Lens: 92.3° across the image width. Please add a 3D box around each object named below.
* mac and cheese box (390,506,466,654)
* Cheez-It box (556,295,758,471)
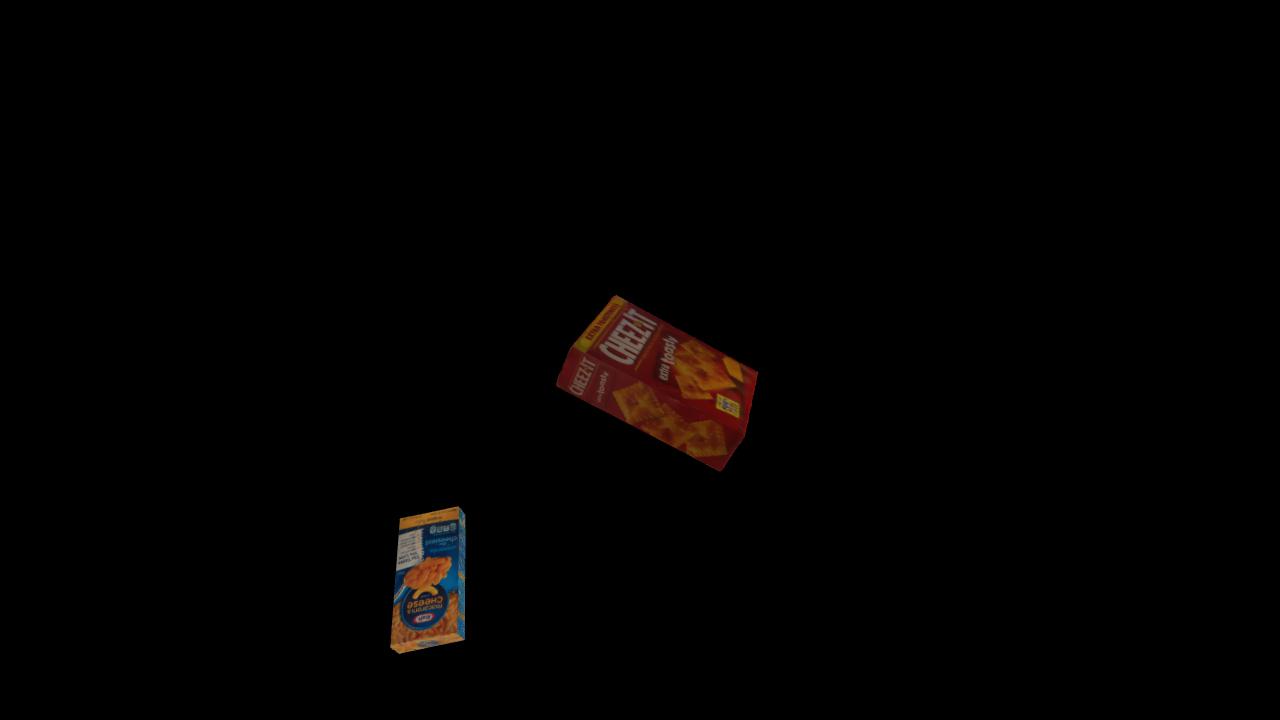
[{"bbox_3d":[-0.298,0.308,0.876,0.093,0.184,0.041,-10,-38,-4],"label":"mac and cheese box"},{"bbox_3d":[0.030,0.022,0.768,0.223,0.071,0.166,28,30,2],"label":"Cheez-It box"}]
